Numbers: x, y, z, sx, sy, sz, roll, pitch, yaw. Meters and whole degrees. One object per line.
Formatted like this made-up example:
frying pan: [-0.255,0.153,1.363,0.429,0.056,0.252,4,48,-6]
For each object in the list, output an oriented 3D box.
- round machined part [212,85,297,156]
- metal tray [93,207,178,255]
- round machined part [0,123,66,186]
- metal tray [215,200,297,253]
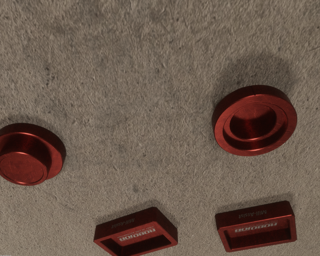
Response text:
round machined part: [0.114,-0.013,0.387,0.099,0.042,0.097,-1,130,0]
metal tray: [-0.044,0.198,0.572,0.130,0.030,0.090,-23,127,18]
round machined part: [-0.186,0.043,0.430,0.099,0.042,0.097,-1,130,0]
metal tray: [0.174,0.181,0.560,0.130,0.030,0.090,-15,129,11]
